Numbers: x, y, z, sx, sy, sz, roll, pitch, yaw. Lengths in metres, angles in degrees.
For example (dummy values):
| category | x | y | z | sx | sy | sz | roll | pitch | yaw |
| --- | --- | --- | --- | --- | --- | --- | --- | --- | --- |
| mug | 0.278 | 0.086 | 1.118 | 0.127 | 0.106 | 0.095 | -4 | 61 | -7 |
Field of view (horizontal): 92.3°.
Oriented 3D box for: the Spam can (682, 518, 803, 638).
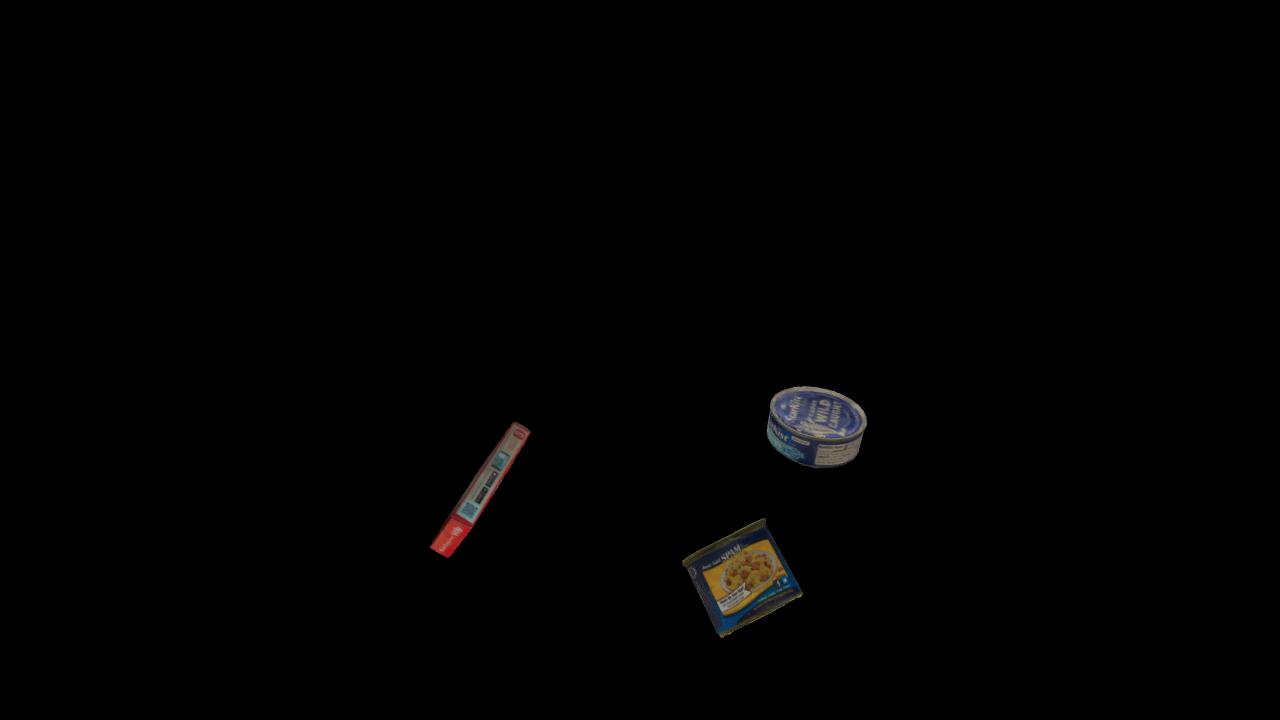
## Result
| category | x | y | z | sx | sy | sz | roll | pitch | yaw |
| --- | --- | --- | --- | --- | --- | --- | --- | --- | --- |
| Spam can | 0.108 | 0.231 | 0.651 | 0.101 | 0.085 | 0.058 | -26 | -25 | -4 |

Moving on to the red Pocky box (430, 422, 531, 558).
| category | x | y | z | sx | sy | sz | roll | pitch | yaw |
| --- | --- | --- | --- | --- | --- | --- | --- | --- | --- |
| red Pocky box | -0.184 | 0.149 | 0.720 | 0.028 | 0.155 | 0.083 | 35 | -51 | -8 |

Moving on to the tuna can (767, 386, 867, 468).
| category | x | y | z | sx | sy | sz | roll | pitch | yaw |
| --- | --- | --- | --- | --- | --- | --- | --- | --- | --- |
| tuna can | 0.157 | 0.059 | 0.553 | 0.084 | 0.034 | 0.084 | 2 | 29 | -1 |
